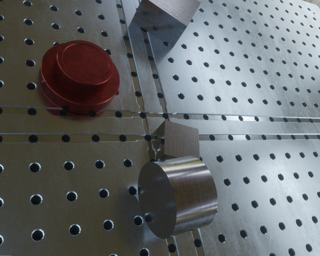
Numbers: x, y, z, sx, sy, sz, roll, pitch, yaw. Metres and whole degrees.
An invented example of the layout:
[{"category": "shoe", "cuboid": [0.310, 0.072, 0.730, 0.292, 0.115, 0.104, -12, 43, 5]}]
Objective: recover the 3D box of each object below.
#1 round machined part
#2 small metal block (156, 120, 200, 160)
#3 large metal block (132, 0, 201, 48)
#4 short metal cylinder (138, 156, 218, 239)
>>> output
[{"category": "round machined part", "cuboid": [-0.097, -0.070, 0.388, 0.099, 0.042, 0.098, 14, 56, -21]}, {"category": "small metal block", "cuboid": [0.024, 0.022, 0.407, 0.050, 0.025, 0.050, 15, 56, -20]}, {"category": "large metal block", "cuboid": [0.012, -0.194, 0.517, 0.080, 0.050, 0.080, 32, 52, -8]}, {"category": "short metal cylinder", "cuboid": [0.017, 0.073, 0.337, 0.050, 0.080, 0.080, -5, 65, -31]}]
